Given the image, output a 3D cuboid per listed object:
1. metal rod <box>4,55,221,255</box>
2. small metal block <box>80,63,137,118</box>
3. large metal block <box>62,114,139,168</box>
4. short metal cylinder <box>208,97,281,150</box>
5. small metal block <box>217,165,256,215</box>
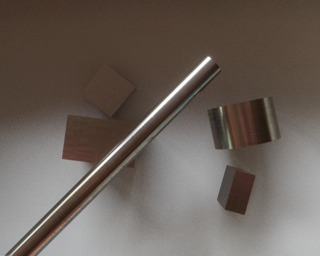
[{"bbox_3d":[-0.050,0.038,0.330,0.300,0.025,0.025,-45,91,0],"label":"metal rod"},{"bbox_3d":[-0.067,-0.049,0.411,0.050,0.025,0.050,38,90,-1],"label":"small metal block"},{"bbox_3d":[-0.066,0.014,0.383,0.081,0.080,0.050,7,90,-1],"label":"large metal block"},{"bbox_3d":[0.104,-0.006,0.385,0.080,0.080,0.050,-11,90,0],"label":"short metal cylinder"},{"bbox_3d":[0.097,0.078,0.400,0.025,0.050,0.050,16,90,0],"label":"small metal block"}]
